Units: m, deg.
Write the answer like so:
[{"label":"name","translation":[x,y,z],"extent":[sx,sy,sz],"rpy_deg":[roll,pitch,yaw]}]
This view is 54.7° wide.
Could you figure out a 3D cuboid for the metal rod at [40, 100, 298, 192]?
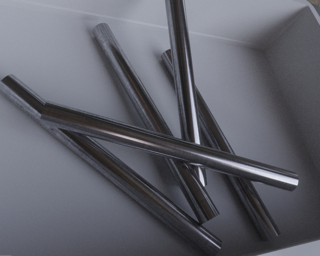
[{"label":"metal rod","translation":[0.022,0.025,0.352],"extent":[0.302,0.025,0.025],"rpy_deg":[16,55,-12]}]

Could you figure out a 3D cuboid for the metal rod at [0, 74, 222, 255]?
[{"label":"metal rod","translation":[-0.054,0.044,0.349],"extent":[0.300,0.025,0.025],"rpy_deg":[39,51,-2]}]

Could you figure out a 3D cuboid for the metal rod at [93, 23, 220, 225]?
[{"label":"metal rod","translation":[-0.014,-0.019,0.398],"extent":[0.025,0.025,0.299],"rpy_deg":[-17,67,-35]}]

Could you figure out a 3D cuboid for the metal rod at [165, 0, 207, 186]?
[{"label":"metal rod","translation":[0.029,-0.076,0.392],"extent":[0.025,0.025,0.298],"rpy_deg":[-6,89,-31]}]

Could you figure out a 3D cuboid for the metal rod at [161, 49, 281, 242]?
[{"label":"metal rod","translation":[0.078,0.012,0.439],"extent":[0.025,0.025,0.299],"rpy_deg":[-15,70,-34]}]
